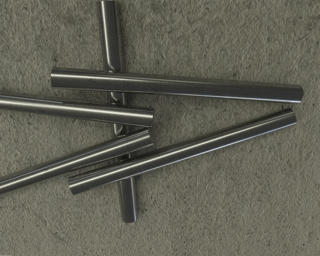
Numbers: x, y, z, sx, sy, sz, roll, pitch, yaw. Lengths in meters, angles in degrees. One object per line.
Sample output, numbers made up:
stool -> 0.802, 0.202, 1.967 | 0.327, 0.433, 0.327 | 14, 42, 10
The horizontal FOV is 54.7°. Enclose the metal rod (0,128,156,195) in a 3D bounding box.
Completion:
metal rod -> -0.149, 0.057, 0.415 | 0.301, 0.025, 0.025 | -19, 109, 12

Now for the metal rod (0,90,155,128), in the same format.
metal rod -> -0.158, -0.030, 0.383 | 0.302, 0.025, 0.025 | 7, 110, 3

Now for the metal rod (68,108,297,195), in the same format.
metal rod -> 0.030, 0.030, 0.406 | 0.302, 0.025, 0.025 | -18, 110, -1

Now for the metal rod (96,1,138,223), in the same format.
metal rod -> -0.053, -0.006, 0.408 | 0.025, 0.025, 0.298 | -3, 110, 1

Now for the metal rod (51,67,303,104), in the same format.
metal rod -> 0.027, -0.050, 0.375 | 0.302, 0.025, 0.025 | 3, 110, -8
